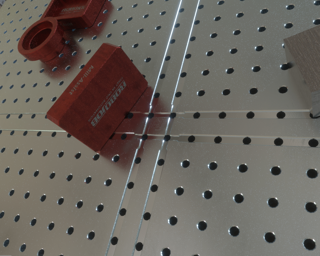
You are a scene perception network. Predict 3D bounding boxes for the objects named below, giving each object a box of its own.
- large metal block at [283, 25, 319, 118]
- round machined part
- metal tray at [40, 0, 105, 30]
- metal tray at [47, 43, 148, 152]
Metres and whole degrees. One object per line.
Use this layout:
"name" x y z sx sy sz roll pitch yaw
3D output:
"large metal block" 0.190 -0.069 0.334 0.080 0.050 0.080 -20 54 16
"round machined part" -0.234 -0.174 0.627 0.098 0.042 0.098 -13 56 21
"metal tray" -0.185 -0.253 0.657 0.130 0.030 0.090 5 64 30
"metal tray" -0.082 -0.041 0.434 0.030 0.090 0.130 27 76 37
